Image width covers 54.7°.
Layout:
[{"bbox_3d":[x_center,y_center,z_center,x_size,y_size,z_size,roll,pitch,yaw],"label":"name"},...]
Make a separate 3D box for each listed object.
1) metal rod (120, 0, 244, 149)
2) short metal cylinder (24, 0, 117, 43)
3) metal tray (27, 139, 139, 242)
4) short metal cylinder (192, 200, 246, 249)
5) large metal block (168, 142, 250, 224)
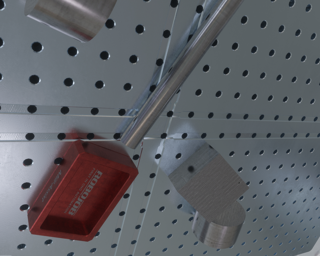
[{"bbox_3d":[0.046,-0.099,0.375,0.025,0.025,0.299,29,103,-38],"label":"metal rod"},{"bbox_3d":[-0.073,-0.120,0.261,0.050,0.080,0.080,20,108,-36],"label":"short metal cylinder"},{"bbox_3d":[-0.100,0.086,0.406,0.090,0.030,0.129,26,104,-37],"label":"metal tray"},{"bbox_3d":[0.098,0.156,0.526,0.081,0.080,0.050,-5,121,-26],"label":"short metal cylinder"},{"bbox_3d":[0.073,0.083,0.473,0.080,0.050,0.080,-42,112,0],"label":"large metal block"}]
